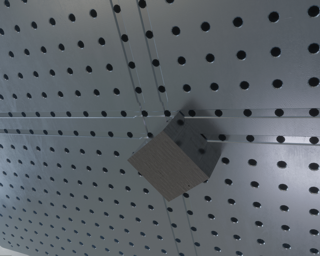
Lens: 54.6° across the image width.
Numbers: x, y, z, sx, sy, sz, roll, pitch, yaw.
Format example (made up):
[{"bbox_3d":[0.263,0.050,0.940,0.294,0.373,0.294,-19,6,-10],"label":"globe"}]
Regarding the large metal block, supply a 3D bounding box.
[{"bbox_3d":[0.018,0.039,0.410,0.080,0.050,0.080,46,129,-4],"label":"large metal block"}]
